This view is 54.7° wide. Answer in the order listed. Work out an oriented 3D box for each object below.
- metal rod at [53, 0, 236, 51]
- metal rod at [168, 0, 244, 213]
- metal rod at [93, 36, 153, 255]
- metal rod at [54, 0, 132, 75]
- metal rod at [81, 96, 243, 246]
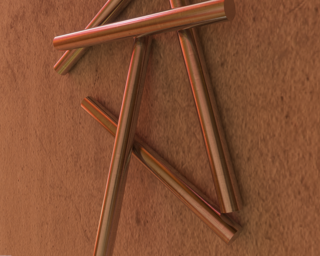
[{"bbox_3d":[-0.046,-0.129,0.406,0.300,0.025,0.025,4,93,39],"label":"metal rod"},{"bbox_3d":[0.047,-0.053,0.364,0.025,0.025,0.299,-21,77,38],"label":"metal rod"},{"bbox_3d":[-0.048,0.020,0.409,0.025,0.025,0.298,6,84,39],"label":"metal rod"},{"bbox_3d":[-0.074,-0.175,0.463,0.299,0.025,0.025,-35,69,34],"label":"metal rod"},{"bbox_3d":[-0.017,0.039,0.416,0.300,0.025,0.025,39,114,33],"label":"metal rod"}]
